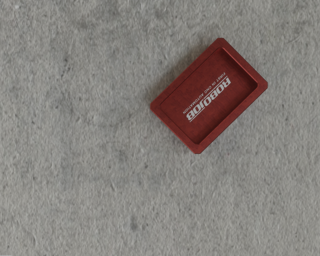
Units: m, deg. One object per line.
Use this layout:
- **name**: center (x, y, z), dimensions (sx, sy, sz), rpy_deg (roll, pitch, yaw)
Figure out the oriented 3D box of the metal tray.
- **metal tray**: center (0.062, -0.041, 0.407), dimensions (0.130, 0.030, 0.090), rpy_deg (-44, 90, 0)
